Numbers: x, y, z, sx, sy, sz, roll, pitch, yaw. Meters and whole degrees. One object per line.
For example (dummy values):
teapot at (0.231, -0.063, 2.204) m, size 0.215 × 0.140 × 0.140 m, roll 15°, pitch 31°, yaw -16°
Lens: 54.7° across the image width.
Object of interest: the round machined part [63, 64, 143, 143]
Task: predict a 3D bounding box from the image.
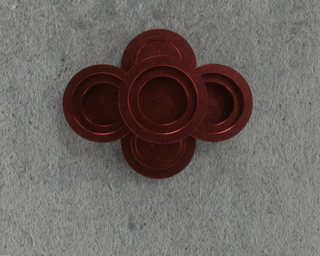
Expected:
round machined part at (-0.071, -0.030, 0.402) m, size 0.099 × 0.042 × 0.097 m, roll 0°, pitch 90°, yaw -1°

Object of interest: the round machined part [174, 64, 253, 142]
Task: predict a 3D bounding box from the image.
round machined part at (0.066, -0.031, 0.403) m, size 0.099 × 0.042 × 0.097 m, roll 0°, pitch 90°, yaw -1°

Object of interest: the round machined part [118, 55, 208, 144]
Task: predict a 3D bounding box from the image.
round machined part at (0.003, -0.031, 0.360) m, size 0.099 × 0.042 × 0.097 m, roll 0°, pitch 90°, yaw -1°

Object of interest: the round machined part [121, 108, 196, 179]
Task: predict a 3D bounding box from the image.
round machined part at (-0.002, 0.018, 0.402) m, size 0.099 × 0.042 × 0.097 m, roll 0°, pitch 90°, yaw -1°

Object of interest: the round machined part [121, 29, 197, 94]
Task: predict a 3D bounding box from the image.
round machined part at (-0.001, -0.081, 0.402) m, size 0.099 × 0.042 × 0.097 m, roll 0°, pitch 90°, yaw -1°
